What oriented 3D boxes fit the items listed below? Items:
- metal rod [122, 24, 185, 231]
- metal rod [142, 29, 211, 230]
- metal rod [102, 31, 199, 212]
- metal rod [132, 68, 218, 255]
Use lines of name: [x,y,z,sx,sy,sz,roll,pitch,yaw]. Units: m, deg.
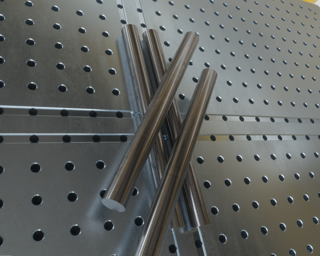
metal rod: [-0.015,-0.018,0.411,0.025,0.025,0.299,1,61,-28]
metal rod: [0.016,-0.016,0.426,0.025,0.025,0.299,1,61,-28]
metal rod: [0.002,-0.033,0.397,0.025,0.025,0.301,31,52,-9]
metal rod: [0.027,0.029,0.372,0.025,0.025,0.301,30,52,-9]
